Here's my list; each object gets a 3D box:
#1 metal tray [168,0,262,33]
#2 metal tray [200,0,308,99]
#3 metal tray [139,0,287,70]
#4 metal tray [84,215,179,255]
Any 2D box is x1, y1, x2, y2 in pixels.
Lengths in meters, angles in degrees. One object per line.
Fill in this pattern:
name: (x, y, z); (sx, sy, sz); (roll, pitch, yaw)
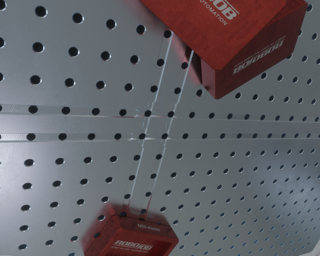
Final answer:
metal tray: (0.057, -0.151, 0.344); (0.130, 0.030, 0.090); (32, 100, -38)
metal tray: (0.114, -0.100, 0.386); (0.130, 0.030, 0.090); (-32, 151, -8)
metal tray: (0.040, -0.131, 0.295); (0.130, 0.030, 0.090); (41, 112, -9)
metal tray: (-0.043, 0.195, 0.504); (0.131, 0.030, 0.090); (26, 104, -37)
